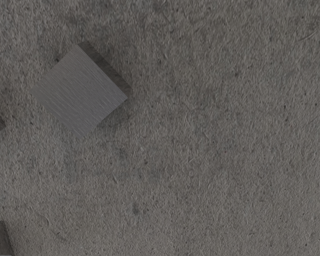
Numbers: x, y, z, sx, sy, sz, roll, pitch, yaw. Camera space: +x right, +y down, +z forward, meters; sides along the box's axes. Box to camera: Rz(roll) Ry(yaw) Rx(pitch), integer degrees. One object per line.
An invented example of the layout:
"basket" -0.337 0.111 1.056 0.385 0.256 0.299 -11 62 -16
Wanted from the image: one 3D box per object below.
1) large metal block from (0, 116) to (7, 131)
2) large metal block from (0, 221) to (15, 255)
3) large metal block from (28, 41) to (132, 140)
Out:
"large metal block" -0.260 -0.016 0.388 0.080 0.050 0.080 -19 109 7
"large metal block" -0.276 0.190 0.464 0.080 0.050 0.079 -4 110 1
"large metal block" -0.093 -0.047 0.378 0.080 0.050 0.080 -40 106 13
